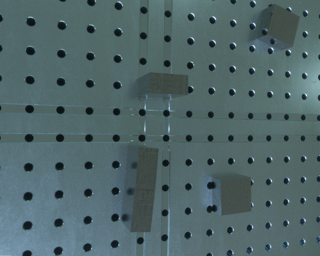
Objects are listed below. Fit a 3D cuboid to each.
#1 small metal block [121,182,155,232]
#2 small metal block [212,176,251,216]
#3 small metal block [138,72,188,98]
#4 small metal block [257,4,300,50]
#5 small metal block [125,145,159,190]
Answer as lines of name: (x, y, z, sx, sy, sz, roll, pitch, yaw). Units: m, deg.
small metal block: (-0.029, 0.098, 0.390, 0.025, 0.050, 0.050, 7, 88, -20)
small metal block: (0.105, 0.097, 0.453, 0.050, 0.025, 0.050, -2, 91, -21)
small metal block: (0.003, -0.054, 0.401, 0.050, 0.050, 0.025, 0, 90, -20)
small metal block: (0.184, -0.156, 0.482, 0.050, 0.025, 0.050, 17, 84, -20)
small metal block: (-0.024, 0.049, 0.391, 0.025, 0.050, 0.050, 5, 88, -20)
